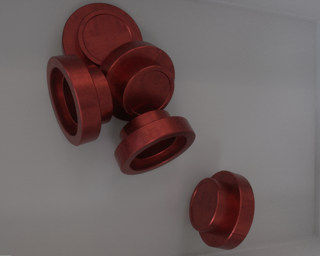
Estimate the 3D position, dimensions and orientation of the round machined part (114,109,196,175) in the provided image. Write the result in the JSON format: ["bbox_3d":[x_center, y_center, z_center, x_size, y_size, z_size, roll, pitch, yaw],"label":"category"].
[{"bbox_3d":[-0.010,0.014,0.376,0.099,0.098,0.042,-20,66,-19],"label":"round machined part"}]

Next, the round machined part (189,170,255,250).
[{"bbox_3d":[0.073,0.102,0.398,0.042,0.098,0.098,19,84,-19],"label":"round machined part"}]

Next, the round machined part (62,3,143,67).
[{"bbox_3d":[-0.067,-0.104,0.376,0.099,0.042,0.097,0,90,-20],"label":"round machined part"}]

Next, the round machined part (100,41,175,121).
[{"bbox_3d":[-0.022,-0.049,0.368,0.099,0.042,0.097,-21,131,-25],"label":"round machined part"}]

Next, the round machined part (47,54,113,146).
[{"bbox_3d":[-0.086,-0.033,0.341,0.042,0.098,0.097,-18,97,-31],"label":"round machined part"}]
